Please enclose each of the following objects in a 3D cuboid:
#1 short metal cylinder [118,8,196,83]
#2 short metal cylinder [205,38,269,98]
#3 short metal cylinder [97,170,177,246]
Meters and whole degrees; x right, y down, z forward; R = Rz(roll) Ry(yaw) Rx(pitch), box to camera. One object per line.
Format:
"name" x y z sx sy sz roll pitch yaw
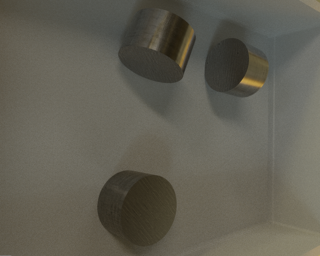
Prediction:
"short metal cylinder" -0.003 -0.095 0.370 0.080 0.080 0.050 30 71 -36
"short metal cylinder" 0.115 -0.090 0.470 0.050 0.080 0.080 8 85 -40
"short metal cylinder" -0.027 0.093 0.370 0.081 0.050 0.079 0 90 -40
